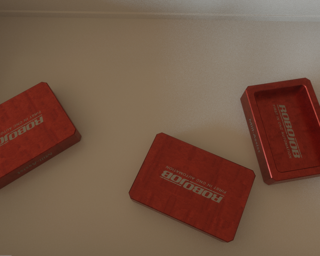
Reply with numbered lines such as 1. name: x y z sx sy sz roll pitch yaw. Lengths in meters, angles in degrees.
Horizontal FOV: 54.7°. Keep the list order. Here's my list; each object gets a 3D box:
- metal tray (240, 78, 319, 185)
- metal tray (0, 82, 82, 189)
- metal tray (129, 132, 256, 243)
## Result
1. metal tray: 0.168 0.003 0.408 0.091 0.030 0.129 -9 70 -4
2. metal tray: -0.182 0.009 0.401 0.131 0.030 0.090 -32 74 -12
3. metal tray: 0.039 0.072 0.381 0.130 0.030 0.090 23 71 7
